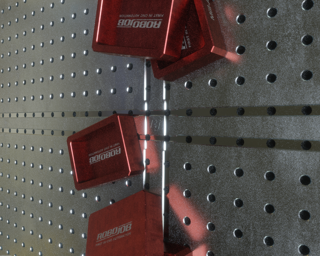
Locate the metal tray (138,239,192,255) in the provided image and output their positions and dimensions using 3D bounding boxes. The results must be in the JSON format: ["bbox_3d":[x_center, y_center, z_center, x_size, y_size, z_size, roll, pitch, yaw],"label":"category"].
[{"bbox_3d":[0.000,0.218,0.405,0.090,0.030,0.129,-5,87,39],"label":"metal tray"}]

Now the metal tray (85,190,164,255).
[{"bbox_3d":[-0.052,0.148,0.424,0.130,0.030,0.090,-31,46,35],"label":"metal tray"}]

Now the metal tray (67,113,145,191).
[{"bbox_3d":[-0.088,0.040,0.475,0.130,0.030,0.090,-22,76,37],"label":"metal tray"}]

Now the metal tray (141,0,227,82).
[{"bbox_3d":[0.022,-0.134,0.386,0.090,0.030,0.129,-21,77,37],"label":"metal tray"}]

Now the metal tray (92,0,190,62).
[{"bbox_3d":[-0.028,-0.135,0.387,0.130,0.030,0.089,16,100,38],"label":"metal tray"}]
